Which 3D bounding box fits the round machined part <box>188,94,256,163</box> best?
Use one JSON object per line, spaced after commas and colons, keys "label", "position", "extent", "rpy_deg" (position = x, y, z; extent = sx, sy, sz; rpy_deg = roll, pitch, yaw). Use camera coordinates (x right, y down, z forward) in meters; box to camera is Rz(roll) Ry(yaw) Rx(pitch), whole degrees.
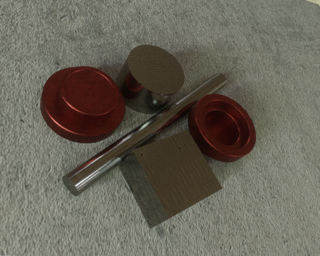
{"label": "round machined part", "position": [0.082, 0.004, 0.436], "extent": [0.099, 0.042, 0.098], "rpy_deg": [14, 56, -21]}

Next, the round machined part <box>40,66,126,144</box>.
{"label": "round machined part", "position": [-0.087, -0.034, 0.368], "extent": [0.099, 0.042, 0.098], "rpy_deg": [14, 56, -21]}

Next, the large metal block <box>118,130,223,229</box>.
{"label": "large metal block", "position": [0.011, 0.058, 0.361], "extent": [0.081, 0.050, 0.080], "rpy_deg": [-19, 72, -35]}

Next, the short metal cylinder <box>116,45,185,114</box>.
{"label": "short metal cylinder", "position": [-0.014, -0.065, 0.421], "extent": [0.081, 0.050, 0.080], "rpy_deg": [14, 56, -21]}

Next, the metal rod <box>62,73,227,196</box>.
{"label": "metal rod", "position": [0.003, -0.009, 0.413], "extent": [0.025, 0.025, 0.302], "rpy_deg": [49, 51, 6]}
